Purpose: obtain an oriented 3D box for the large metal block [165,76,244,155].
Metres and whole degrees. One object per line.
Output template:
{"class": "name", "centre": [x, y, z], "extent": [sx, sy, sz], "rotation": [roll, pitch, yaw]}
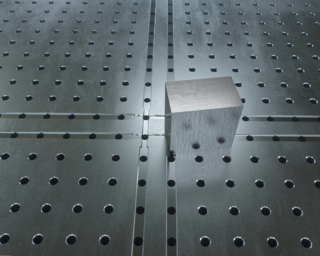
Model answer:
{"class": "large metal block", "centre": [0.049, -0.014, 0.384], "extent": [0.080, 0.080, 0.050], "rotation": [-6, 50, -5]}
